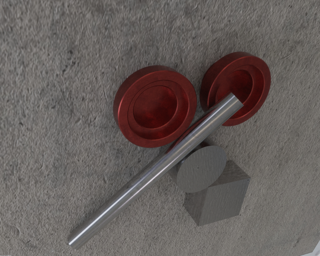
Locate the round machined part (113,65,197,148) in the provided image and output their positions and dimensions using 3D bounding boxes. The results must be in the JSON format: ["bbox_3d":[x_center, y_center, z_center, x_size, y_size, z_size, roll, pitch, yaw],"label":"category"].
[{"bbox_3d":[-0.009,-0.028,0.372,0.099,0.042,0.097,-12,122,-20],"label":"round machined part"}]

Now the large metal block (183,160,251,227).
[{"bbox_3d":[0.091,0.105,0.505,0.081,0.050,0.079,-7,122,-25],"label":"large metal block"}]

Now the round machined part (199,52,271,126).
[{"bbox_3d":[0.095,-0.054,0.414,0.099,0.042,0.097,-14,124,-21],"label":"round machined part"}]

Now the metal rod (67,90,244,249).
[{"bbox_3d":[-0.015,0.063,0.407,0.299,0.025,0.025,-43,130,13],"label":"metal rod"}]

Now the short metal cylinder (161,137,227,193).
[{"bbox_3d":[0.047,0.045,0.442,0.081,0.050,0.079,-16,127,-22],"label":"short metal cylinder"}]
